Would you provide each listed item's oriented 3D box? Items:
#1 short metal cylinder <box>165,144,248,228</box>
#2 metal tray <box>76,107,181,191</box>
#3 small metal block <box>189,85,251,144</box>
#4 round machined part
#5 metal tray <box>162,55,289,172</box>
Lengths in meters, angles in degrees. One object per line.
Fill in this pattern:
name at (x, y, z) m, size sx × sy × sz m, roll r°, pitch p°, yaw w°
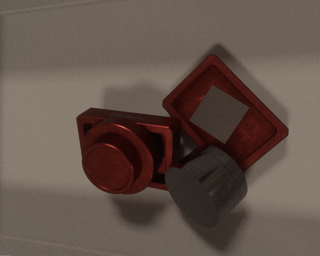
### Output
short metal cylinder at (0.052, 0.066, 0.356) m, size 0.080 × 0.050 × 0.079 m, roll 36°, pitch 144°, yaw 32°
metal tray at (-0.040, 0.026, 0.403) m, size 0.130 × 0.030 × 0.089 m, roll 8°, pitch 116°, yaw 19°
small metal block at (0.072, -0.016, 0.371) m, size 0.050 × 0.025 × 0.050 m, roll 35°, pitch 101°, yaw 16°
round machined part at (-0.053, 0.040, 0.372) m, size 0.098 × 0.042 × 0.097 m, roll 9°, pitch 117°, yaw 18°
metal tray at (0.077, -0.013, 0.380) m, size 0.090 × 0.030 × 0.130 m, roll -44°, pitch 77°, yaw 14°
